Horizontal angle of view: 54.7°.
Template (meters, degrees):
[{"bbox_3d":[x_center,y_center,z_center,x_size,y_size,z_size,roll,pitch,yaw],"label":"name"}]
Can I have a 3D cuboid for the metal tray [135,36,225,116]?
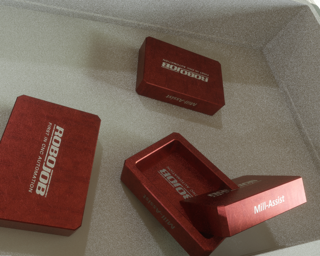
[{"bbox_3d":[0.032,-0.077,0.466,0.131,0.030,0.090,15,56,-20],"label":"metal tray"}]

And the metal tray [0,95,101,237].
[{"bbox_3d":[-0.117,0.036,0.317,0.091,0.030,0.130,16,55,-19],"label":"metal tray"}]

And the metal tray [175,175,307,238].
[{"bbox_3d":[0.090,0.084,0.357,0.131,0.090,0.030,-9,88,-32],"label":"metal tray"}]

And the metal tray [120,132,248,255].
[{"bbox_3d":[0.030,0.071,0.352,0.091,0.030,0.130,-29,61,-38],"label":"metal tray"}]
